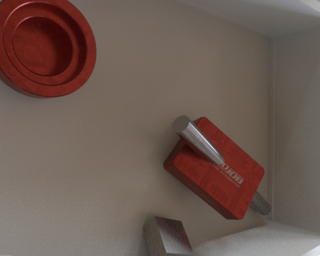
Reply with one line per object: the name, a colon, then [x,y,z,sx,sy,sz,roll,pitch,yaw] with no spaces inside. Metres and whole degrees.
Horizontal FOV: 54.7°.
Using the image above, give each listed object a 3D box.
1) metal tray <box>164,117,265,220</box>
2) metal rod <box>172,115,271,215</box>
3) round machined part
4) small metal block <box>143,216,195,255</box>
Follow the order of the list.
metal tray: [0.081,0.058,0.445,0.130,0.030,0.090,40,63,-10]
metal rod: [0.109,0.072,0.476,0.300,0.025,0.025,43,64,-40]
round machined part: [-0.116,-0.077,0.300,0.099,0.042,0.097,0,90,-40]
small metal block: [0.011,0.146,0.400,0.050,0.050,0.025,24,119,-38]
